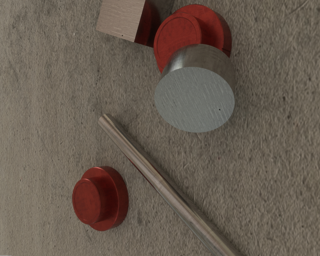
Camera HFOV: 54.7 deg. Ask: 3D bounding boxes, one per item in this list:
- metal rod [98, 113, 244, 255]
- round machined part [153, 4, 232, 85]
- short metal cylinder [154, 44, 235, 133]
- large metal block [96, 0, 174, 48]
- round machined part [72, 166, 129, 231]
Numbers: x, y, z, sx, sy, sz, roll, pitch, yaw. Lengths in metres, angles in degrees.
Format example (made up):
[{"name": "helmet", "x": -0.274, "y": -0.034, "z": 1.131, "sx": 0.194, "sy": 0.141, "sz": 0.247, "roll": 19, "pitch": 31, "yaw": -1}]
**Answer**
[{"name": "metal rod", "x": 0.009, "y": 0.077, "z": 0.397, "sx": 0.300, "sy": 0.025, "sz": 0.025, "roll": 44, "pitch": 116, "yaw": 31}, {"name": "round machined part", "x": 0.031, "y": -0.098, "z": 0.368, "sx": 0.098, "sy": 0.042, "sz": 0.097, "roll": 0, "pitch": 90, "yaw": 40}, {"name": "short metal cylinder", "x": 0.039, "y": -0.042, "z": 0.329, "sx": 0.080, "sy": 0.050, "sz": 0.079, "roll": 7, "pitch": 131, "yaw": 9}, {"name": "large metal block", "x": -0.033, "y": -0.158, "z": 0.416, "sx": 0.080, "sy": 0.050, "sz": 0.079, "roll": 28, "pitch": 107, "yaw": 36}, {"name": "round machined part", "x": -0.097, "y": 0.109, "z": 0.474, "sx": 0.098, "sy": 0.042, "sz": 0.097, "roll": 0, "pitch": 90, "yaw": 40}]
